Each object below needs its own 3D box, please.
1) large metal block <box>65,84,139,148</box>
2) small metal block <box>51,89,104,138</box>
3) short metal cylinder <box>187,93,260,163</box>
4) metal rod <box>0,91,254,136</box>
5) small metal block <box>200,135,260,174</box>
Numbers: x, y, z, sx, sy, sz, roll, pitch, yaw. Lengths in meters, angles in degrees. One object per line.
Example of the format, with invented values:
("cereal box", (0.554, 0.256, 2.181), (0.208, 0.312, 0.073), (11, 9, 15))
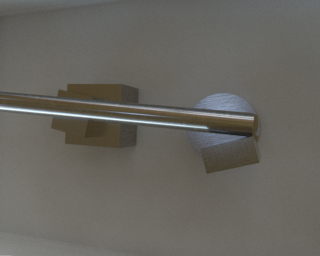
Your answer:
("large metal block", (-0.078, -0.017, 0.420), (0.080, 0.050, 0.079), (3, 91, 19))
("small metal block", (-0.104, -0.018, 0.391), (0.050, 0.025, 0.050), (14, 94, 19))
("short metal cylinder", (0.077, 0.001, 0.368), (0.080, 0.050, 0.079), (0, 90, 19))
("metal rod", (-0.051, -0.018, 0.351), (0.301, 0.025, 0.025), (6, 92, 11))
("small metal block", (0.073, 0.026, 0.315), (0.050, 0.050, 0.025), (-15, 85, 19))
